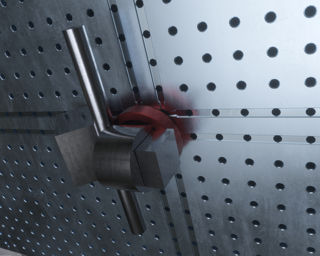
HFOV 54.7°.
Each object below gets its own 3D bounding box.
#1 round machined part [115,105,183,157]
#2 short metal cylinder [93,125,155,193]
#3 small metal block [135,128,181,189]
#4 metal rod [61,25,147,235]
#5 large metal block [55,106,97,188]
[{"bbox_3d":[-0.015,0.013,0.413,0.098,0.042,0.097,13,124,20],"label":"round machined part"},{"bbox_3d":[-0.036,0.036,0.376,0.050,0.080,0.079,1,119,27],"label":"short metal cylinder"},{"bbox_3d":[-0.001,0.034,0.361,0.025,0.050,0.050,1,119,27],"label":"small metal block"},{"bbox_3d":[-0.064,0.021,0.402,0.025,0.025,0.298,1,119,27],"label":"metal rod"},{"bbox_3d":[-0.108,0.023,0.437,0.050,0.080,0.079,-18,116,-9],"label":"large metal block"}]
